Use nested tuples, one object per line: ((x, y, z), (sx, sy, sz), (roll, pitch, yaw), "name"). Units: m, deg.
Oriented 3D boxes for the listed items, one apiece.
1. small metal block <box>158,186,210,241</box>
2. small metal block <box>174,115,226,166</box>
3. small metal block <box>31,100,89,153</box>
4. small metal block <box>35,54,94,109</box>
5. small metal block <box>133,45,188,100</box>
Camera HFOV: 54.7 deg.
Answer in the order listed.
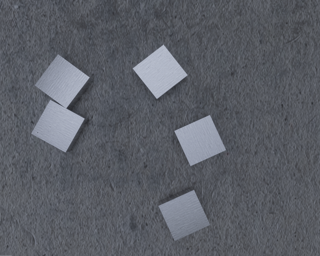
((0.031, 0.112, 0.410), (0.050, 0.025, 0.050), (-25, 90, 0), "small metal block")
((0.052, 0.016, 0.410), (0.050, 0.025, 0.050), (-24, 90, 0), "small metal block")
((-0.131, -0.002, 0.409), (0.050, 0.025, 0.050), (29, 90, 0), "small metal block")
((-0.125, -0.060, 0.409), (0.050, 0.025, 0.050), (37, 90, 0), "small metal block")
((0.000, -0.072, 0.410), (0.050, 0.025, 0.050), (-38, 90, 0), "small metal block")
